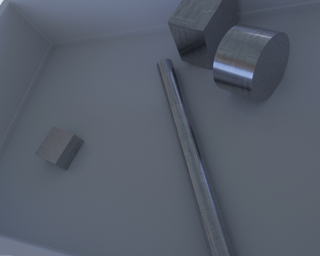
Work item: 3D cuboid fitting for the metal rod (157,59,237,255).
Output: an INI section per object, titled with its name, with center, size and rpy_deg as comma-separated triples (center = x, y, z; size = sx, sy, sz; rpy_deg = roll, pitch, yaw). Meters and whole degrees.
[metal rod]
center = 0.036, 0.025, 0.370
size = 0.025, 0.025, 0.299
rpy_deg = -24, 53, 13

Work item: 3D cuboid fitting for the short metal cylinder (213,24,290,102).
[short metal cylinder]
center = 0.107, -0.076, 0.360
size = 0.050, 0.080, 0.080
rpy_deg = 28, 77, 37

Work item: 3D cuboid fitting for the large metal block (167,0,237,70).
[large metal block]
center = 0.061, -0.139, 0.418
size = 0.050, 0.080, 0.080
rpy_deg = 24, 75, 26

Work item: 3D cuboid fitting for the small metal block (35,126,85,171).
[small metal block]
center = -0.150, 0.030, 0.464
size = 0.050, 0.025, 0.050
rpy_deg = 17, 70, 34
